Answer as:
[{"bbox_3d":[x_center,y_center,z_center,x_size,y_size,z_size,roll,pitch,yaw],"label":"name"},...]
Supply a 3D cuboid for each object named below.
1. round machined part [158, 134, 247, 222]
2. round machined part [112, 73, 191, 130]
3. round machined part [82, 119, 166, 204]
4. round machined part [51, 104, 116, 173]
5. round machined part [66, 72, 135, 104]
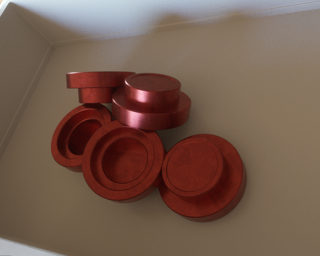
[{"bbox_3d":[0.041,0.049,0.340,0.098,0.042,0.098,-13,56,20],"label":"round machined part"},{"bbox_3d":[-0.010,-0.039,0.385,0.099,0.042,0.098,4,27,-2],"label":"round machined part"},{"bbox_3d":[-0.039,0.041,0.372,0.098,0.042,0.098,-5,67,12],"label":"round machined part"},{"bbox_3d":[-0.098,0.017,0.431,0.098,0.042,0.098,-13,56,20],"label":"round machined part"},{"bbox_3d":[-0.083,-0.058,0.447,0.098,0.099,0.042,3,99,29],"label":"round machined part"}]
